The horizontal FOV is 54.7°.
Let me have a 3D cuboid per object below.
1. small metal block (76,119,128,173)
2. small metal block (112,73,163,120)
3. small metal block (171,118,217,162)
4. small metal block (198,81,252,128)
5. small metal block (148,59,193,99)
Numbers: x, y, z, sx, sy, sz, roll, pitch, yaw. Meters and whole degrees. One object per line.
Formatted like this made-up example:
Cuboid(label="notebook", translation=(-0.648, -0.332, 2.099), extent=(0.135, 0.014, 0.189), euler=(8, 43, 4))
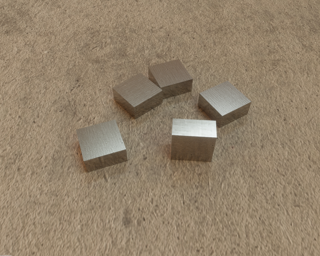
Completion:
Cuboid(label="small metal block", translation=(-0.072, 0.021, 0.385), extent=(0.050, 0.025, 0.050), euler=(-15, 52, -13))
Cuboid(label="small metal block", translation=(-0.032, -0.047, 0.442), extent=(0.050, 0.025, 0.050), euler=(-33, 58, -25))
Cuboid(label="small metal block", translation=(0.039, 0.016, 0.374), extent=(0.050, 0.050, 0.025), euler=(3, 50, 2))
Cuboid(label="small metal block", translation=(0.089, -0.034, 0.432), extent=(0.050, 0.025, 0.050), euler=(-25, 55, -20))
Cuboid(label="small metal block", translation=(0.015, -0.073, 0.465), extent=(0.050, 0.025, 0.050), euler=(-17, 52, -14))
